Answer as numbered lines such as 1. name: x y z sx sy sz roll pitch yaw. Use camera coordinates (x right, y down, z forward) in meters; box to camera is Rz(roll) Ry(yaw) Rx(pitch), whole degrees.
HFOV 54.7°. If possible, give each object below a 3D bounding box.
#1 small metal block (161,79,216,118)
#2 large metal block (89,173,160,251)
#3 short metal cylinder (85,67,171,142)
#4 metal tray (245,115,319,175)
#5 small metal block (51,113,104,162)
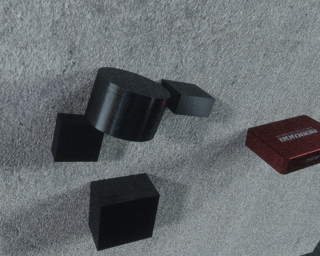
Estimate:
1. small metal block: 0.032 -0.037 0.385 0.050 0.050 0.025 4 117 -30
2. large metal block: -0.052 0.115 0.433 0.081 0.050 0.079 -5 121 -26
3. short metal cylinder: -0.035 -0.027 0.336 0.081 0.080 0.050 9 114 -32
4. metal tray: 0.216 0.022 0.496 0.131 0.090 0.030 -12 124 -22
5. small metal block: -0.096 0.012 0.362 0.050 0.025 0.050 3 117 -30
